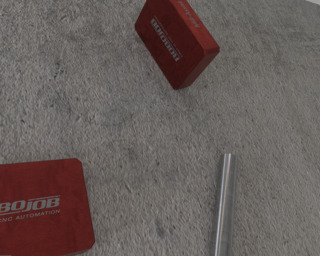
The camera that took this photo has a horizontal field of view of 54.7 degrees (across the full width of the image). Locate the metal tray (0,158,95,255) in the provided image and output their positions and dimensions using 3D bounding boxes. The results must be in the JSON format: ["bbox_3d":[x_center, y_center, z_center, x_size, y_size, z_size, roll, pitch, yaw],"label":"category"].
[{"bbox_3d":[-0.133,0.079,0.281,0.131,0.030,0.090,-2,63,-29],"label":"metal tray"}]

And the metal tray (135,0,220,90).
[{"bbox_3d":[0.020,-0.133,0.453,0.030,0.090,0.130,-21,73,-36],"label":"metal tray"}]

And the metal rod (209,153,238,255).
[{"bbox_3d":[0.065,0.160,0.341,0.025,0.025,0.300,24,53,-13],"label":"metal rod"}]
